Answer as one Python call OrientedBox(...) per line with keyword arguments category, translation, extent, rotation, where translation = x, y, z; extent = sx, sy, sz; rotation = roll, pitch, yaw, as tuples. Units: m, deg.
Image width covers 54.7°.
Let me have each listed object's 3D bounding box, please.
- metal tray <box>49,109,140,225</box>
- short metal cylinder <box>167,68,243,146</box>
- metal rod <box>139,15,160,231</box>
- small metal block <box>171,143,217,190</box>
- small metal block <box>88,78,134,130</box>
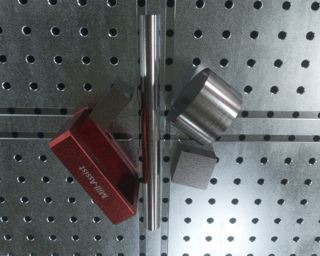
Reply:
OrientedBox(category="metal tray", translation=(-0.076, 0.047, 0.394), extent=(0.030, 0.090, 0.130), rotation=(-31, 108, 10))
OrientedBox(category="short metal cylinder", translation=(0.053, -0.026, 0.375), extent=(0.050, 0.080, 0.080), rotation=(36, 106, -13))
OrientedBox(category="metal rod", translation=(-0.012, 0.007, 0.415), extent=(0.025, 0.025, 0.298), rotation=(0, 110, 0))
OrientedBox(category="small metal block", translation=(0.047, 0.055, 0.435), extent=(0.050, 0.025, 0.050), rotation=(14, 109, -6))
OrientedBox(category="small metal block", translation=(-0.060, -0.031, 0.387), extent=(0.025, 0.050, 0.050), rotation=(40, 105, -14))
